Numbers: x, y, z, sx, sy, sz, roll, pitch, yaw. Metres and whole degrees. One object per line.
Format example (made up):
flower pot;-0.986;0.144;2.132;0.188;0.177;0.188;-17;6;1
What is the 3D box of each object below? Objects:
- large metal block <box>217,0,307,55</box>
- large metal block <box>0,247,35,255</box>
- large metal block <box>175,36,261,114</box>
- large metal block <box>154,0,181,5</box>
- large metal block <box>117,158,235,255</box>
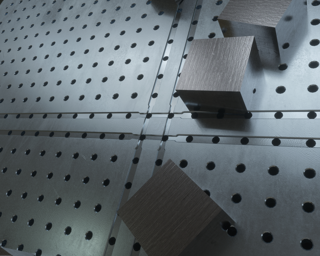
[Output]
large metal block;0.137;-0.152;0.413;0.080;0.050;0.080;25;75;36
large metal block;-0.164;0.196;0.356;0.080;0.050;0.080;12;68;33
large metal block;0.076;-0.067;0.393;0.080;0.050;0.080;6;64;30
large metal block;0.016;-0.272;0.549;0.080;0.050;0.080;30;78;37
large metal block;0.016;0.094;0.325;0.080;0.050;0.080;-45;51;-4
